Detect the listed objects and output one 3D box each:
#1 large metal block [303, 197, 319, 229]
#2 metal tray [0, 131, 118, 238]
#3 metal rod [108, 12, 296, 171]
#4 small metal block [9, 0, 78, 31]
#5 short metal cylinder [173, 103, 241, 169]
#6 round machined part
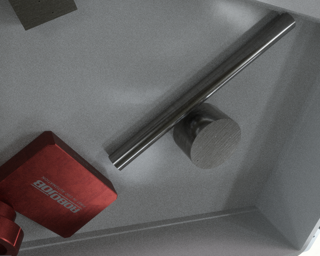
[{"bbox_3d":[0.408,0.210,0.753,0.080,0.050,0.080,-47,130,5],"label":"large metal block"},{"bbox_3d":[-0.126,0.075,0.384,0.090,0.030,0.130,-40,130,-2],"label":"metal tray"},{"bbox_3d":[0.056,-0.049,0.410,0.300,0.025,0.025,-39,130,-2],"label":"metal rod"},{"bbox_3d":[-0.109,-0.122,0.274,0.050,0.025,0.050,-28,128,-11],"label":"small metal block"},{"bbox_3d":[0.066,0.011,0.437,0.081,0.050,0.079,-14,125,-21],"label":"short metal cylinder"},{"bbox_3d":[-0.199,0.108,0.338,0.099,0.042,0.097,1,137,1],"label":"round machined part"}]
